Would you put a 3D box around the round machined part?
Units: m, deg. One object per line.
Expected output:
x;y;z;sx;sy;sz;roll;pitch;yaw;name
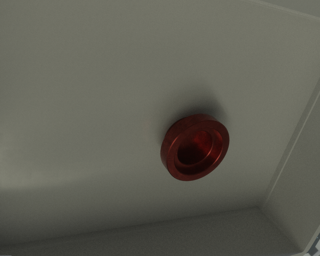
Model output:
0.045;0.023;0.435;0.099;0.042;0.097;-14;124;-21;round machined part
